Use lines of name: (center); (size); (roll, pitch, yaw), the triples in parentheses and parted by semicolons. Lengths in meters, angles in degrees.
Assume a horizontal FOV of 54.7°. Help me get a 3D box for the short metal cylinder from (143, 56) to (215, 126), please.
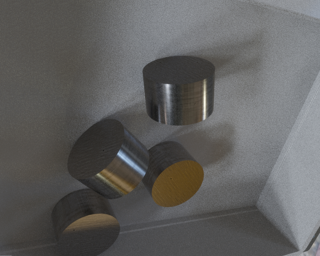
short metal cylinder: (0.022, -0.045, 0.359); (0.081, 0.080, 0.050); (-17, 126, -19)

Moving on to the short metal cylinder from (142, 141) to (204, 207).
short metal cylinder: (0.015, 0.066, 0.443); (0.081, 0.050, 0.079); (-14, 125, -21)

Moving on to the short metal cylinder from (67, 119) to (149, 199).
short metal cylinder: (-0.060, 0.036, 0.364); (0.080, 0.080, 0.050); (-42, 130, 0)

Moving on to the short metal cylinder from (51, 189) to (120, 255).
short metal cylinder: (-0.101, 0.129, 0.419); (0.081, 0.050, 0.079); (-14, 125, -21)
